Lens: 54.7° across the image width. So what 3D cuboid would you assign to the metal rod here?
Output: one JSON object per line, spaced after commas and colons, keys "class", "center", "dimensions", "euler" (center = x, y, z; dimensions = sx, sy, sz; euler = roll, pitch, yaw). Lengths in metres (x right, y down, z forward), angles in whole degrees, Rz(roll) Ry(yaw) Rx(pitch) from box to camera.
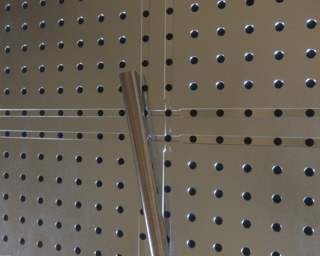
{"class": "metal rod", "center": [-0.017, 0.072, 0.417], "dimensions": [0.025, 0.025, 0.298], "euler": [-11, 86, 19]}
